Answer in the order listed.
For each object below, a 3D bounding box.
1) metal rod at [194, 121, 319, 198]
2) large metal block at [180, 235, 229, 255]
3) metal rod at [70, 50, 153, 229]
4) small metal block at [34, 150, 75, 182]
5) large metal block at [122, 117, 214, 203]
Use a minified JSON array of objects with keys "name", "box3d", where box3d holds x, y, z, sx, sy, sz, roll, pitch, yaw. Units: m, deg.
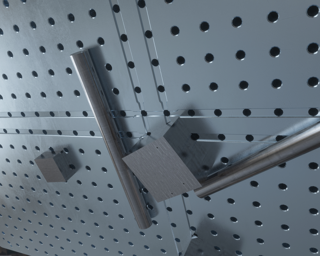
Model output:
[{"name":"metal rod","box3d":[0.151,0.019,0.342,0.025,0.025,0.299,49,129,-7]},{"name":"large metal block","box3d":[0.068,0.235,0.505,0.080,0.050,0.079,29,128,10]},{"name":"metal rod","box3d":[-0.065,0.032,0.465,0.025,0.025,0.298,-3,117,30]},{"name":"small metal block","box3d":[-0.188,0.069,0.553,0.050,0.025,0.050,-8,115,31]},{"name":"large metal block","box3d":[0.011,0.045,0.417,0.080,0.050,0.080,-30,102,38]}]
